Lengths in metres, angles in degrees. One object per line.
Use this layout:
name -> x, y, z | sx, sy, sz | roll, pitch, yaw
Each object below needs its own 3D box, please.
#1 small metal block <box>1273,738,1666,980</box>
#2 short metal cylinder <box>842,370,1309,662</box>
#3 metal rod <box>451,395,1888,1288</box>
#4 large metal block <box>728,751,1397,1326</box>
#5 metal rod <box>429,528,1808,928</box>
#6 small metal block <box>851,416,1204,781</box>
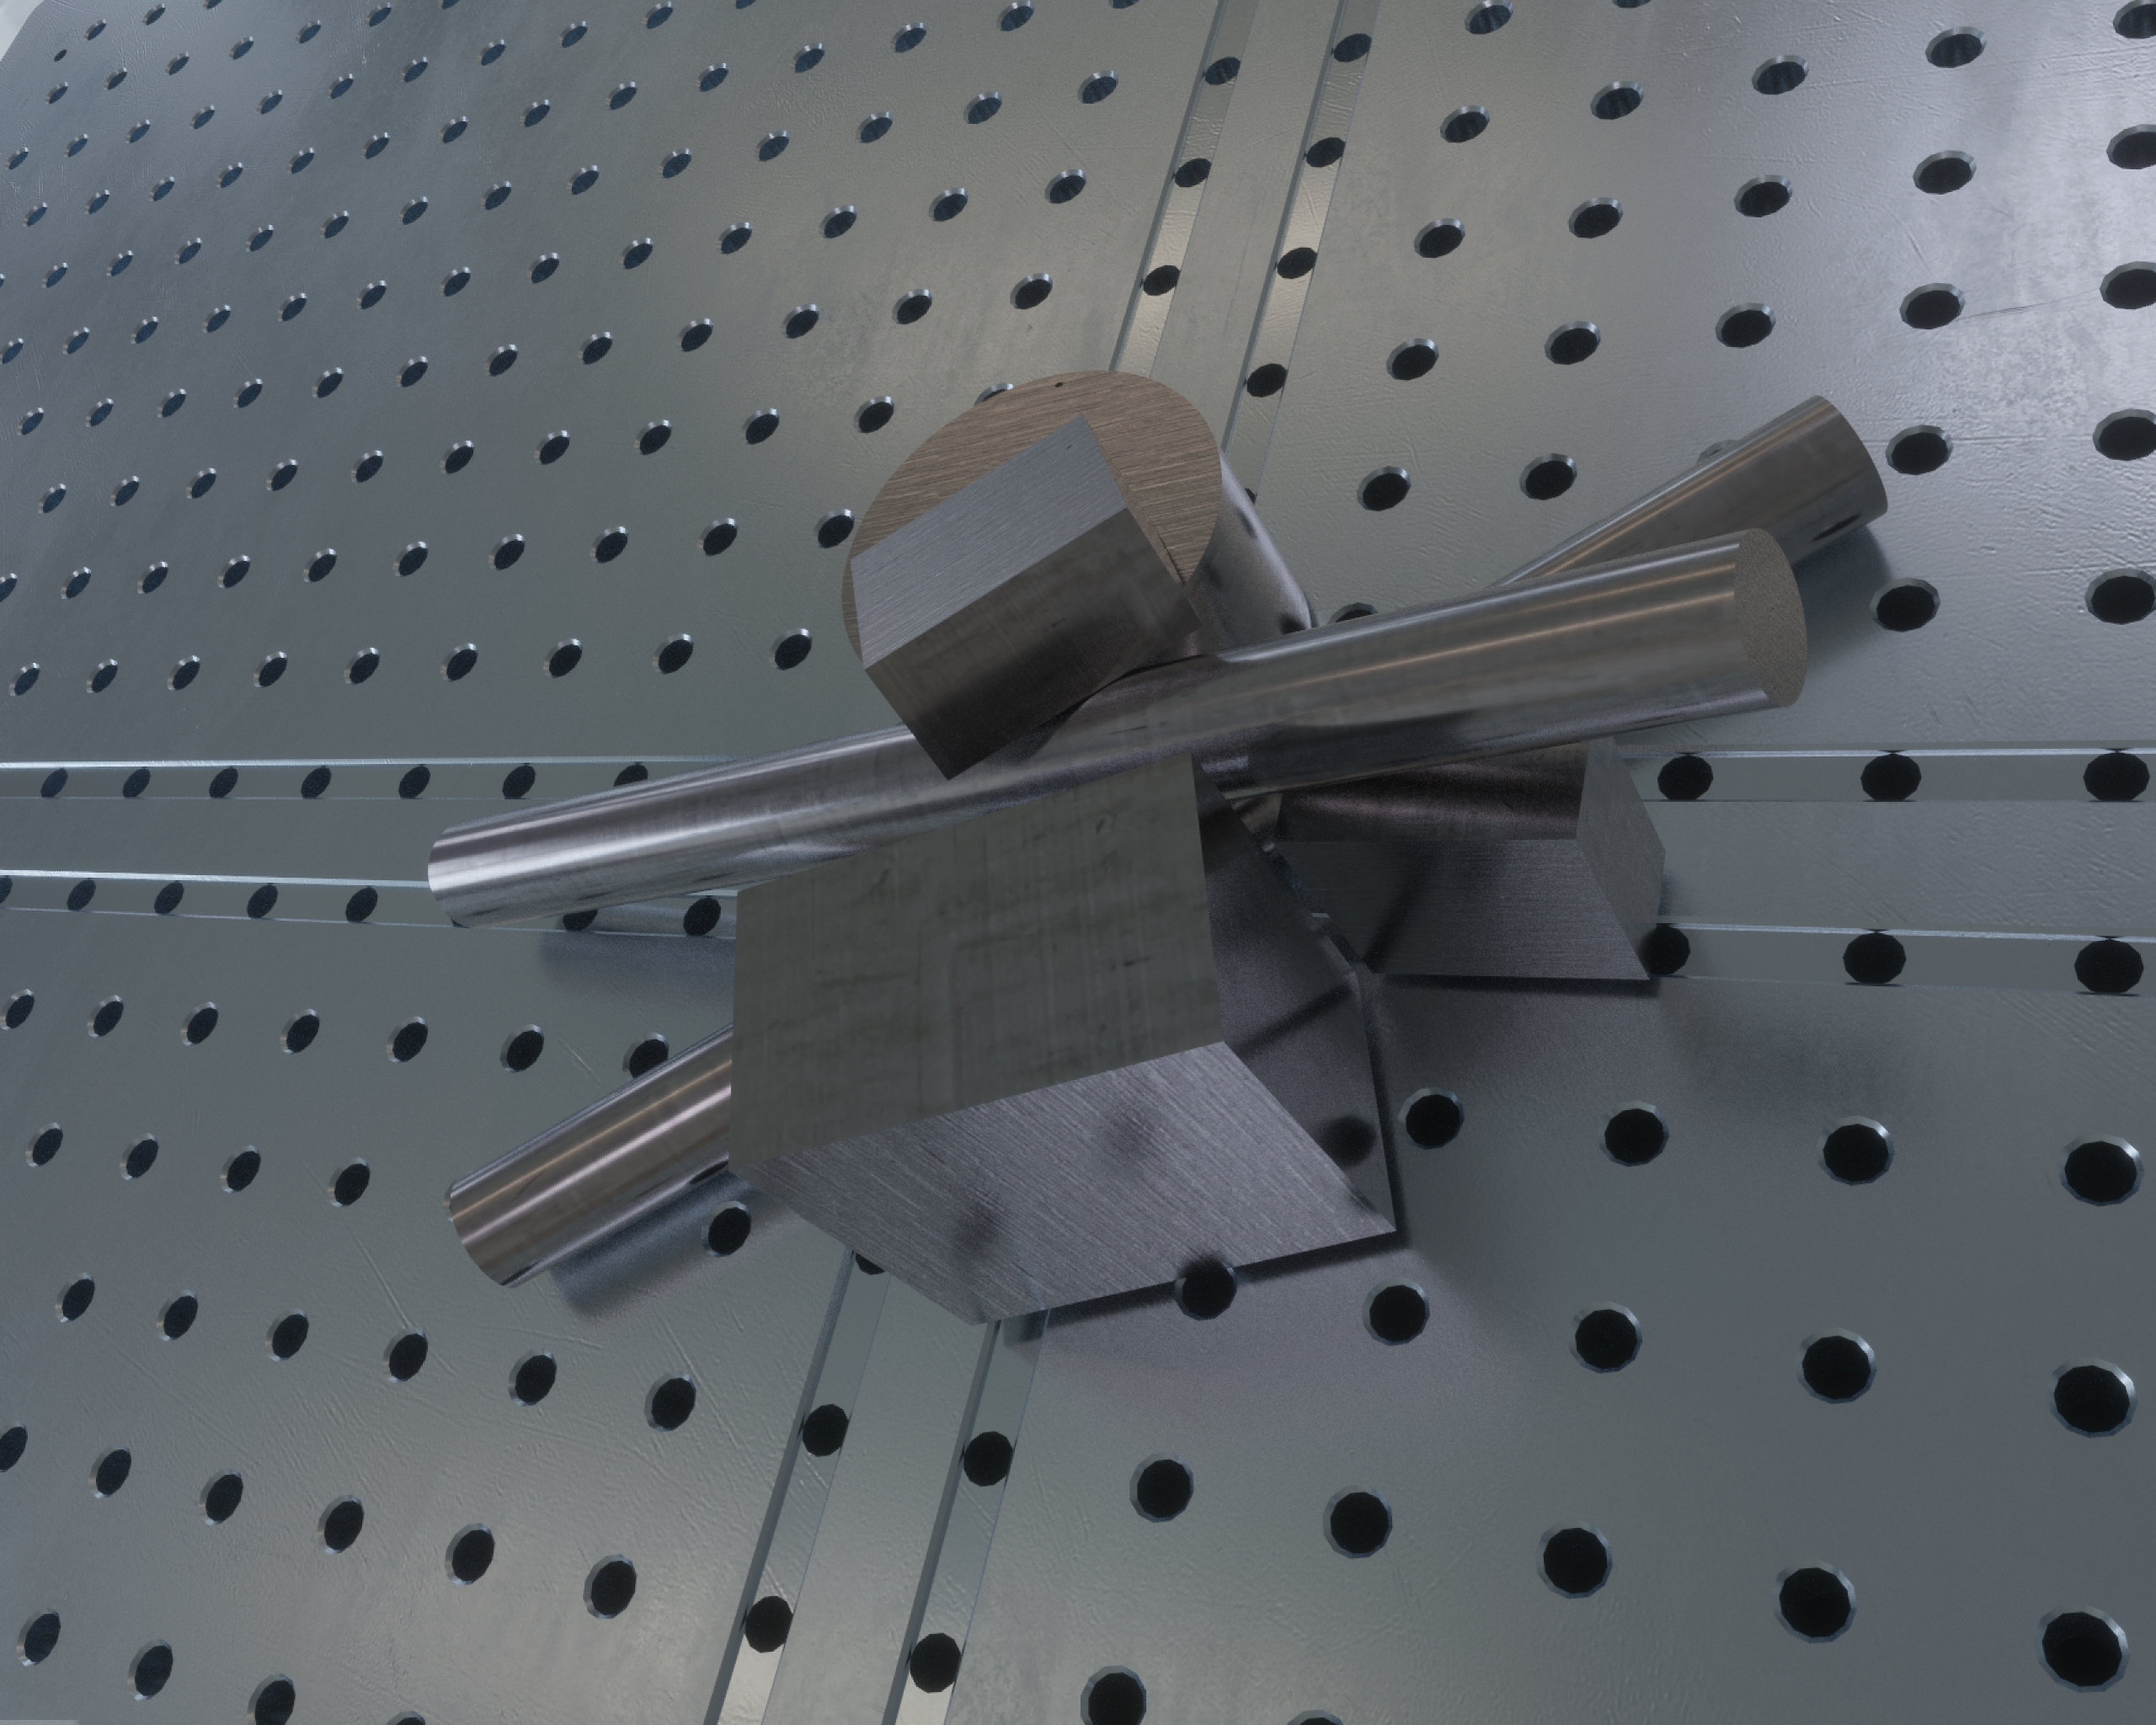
small metal block -> 0.068, -0.003, 0.354 | 0.050, 0.050, 0.025 | 0, 62, 29
short metal cylinder -> 0.000, -0.051, 0.419 | 0.080, 0.050, 0.080 | -13, 55, 20
metal rod -> 0.011, 0.001, 0.399 | 0.300, 0.025, 0.025 | -30, 52, 8
large metal block -> -0.001, 0.033, 0.347 | 0.080, 0.080, 0.050 | -17, 55, 18
metal rod -> -0.021, -0.015, 0.379 | 0.300, 0.025, 0.025 | -9, 57, 39
small metal block -> -0.010, -0.047, 0.363 | 0.050, 0.025, 0.050 | -31, 29, 8
